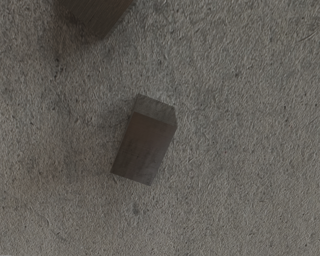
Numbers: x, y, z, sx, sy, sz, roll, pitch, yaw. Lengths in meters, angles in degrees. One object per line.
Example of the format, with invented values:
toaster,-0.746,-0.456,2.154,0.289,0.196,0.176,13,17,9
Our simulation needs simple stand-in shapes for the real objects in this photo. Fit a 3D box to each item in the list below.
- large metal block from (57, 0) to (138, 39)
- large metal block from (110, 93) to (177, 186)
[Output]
large metal block,-0.065,-0.157,0.338,0.080,0.050,0.080,39,105,-13
large metal block,-0.019,0.011,0.384,0.050,0.080,0.079,21,109,-8
